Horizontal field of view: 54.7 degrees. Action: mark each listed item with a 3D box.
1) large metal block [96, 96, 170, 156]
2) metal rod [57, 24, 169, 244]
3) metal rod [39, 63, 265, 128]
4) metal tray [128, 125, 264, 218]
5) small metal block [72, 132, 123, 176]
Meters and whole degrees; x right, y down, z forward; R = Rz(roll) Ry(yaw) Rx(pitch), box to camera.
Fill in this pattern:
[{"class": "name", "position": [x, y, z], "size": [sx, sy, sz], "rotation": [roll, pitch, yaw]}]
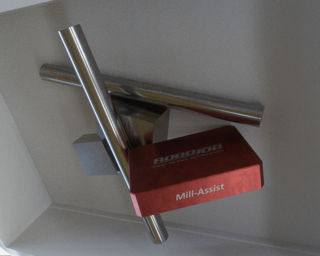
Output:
[{"class": "large metal block", "position": [-0.036, 0.005, 0.412], "size": [0.080, 0.050, 0.079], "rotation": [17, 125, 18]}, {"class": "metal rod", "position": [-0.048, 0.024, 0.381], "size": [0.025, 0.025, 0.298], "rotation": [-7, 115, 31]}, {"class": "metal rod", "position": [-0.025, -0.046, 0.391], "size": [0.301, 0.025, 0.025], "rotation": [14, 124, 20]}, {"class": "metal tray", "position": [0.033, 0.042, 0.338], "size": [0.131, 0.090, 0.030], "rotation": [-13, 116, -1]}, {"class": "small metal block", "position": [-0.078, 0.034, 0.403], "size": [0.050, 0.025, 0.050], "rotation": [-7, 115, 30]}]
